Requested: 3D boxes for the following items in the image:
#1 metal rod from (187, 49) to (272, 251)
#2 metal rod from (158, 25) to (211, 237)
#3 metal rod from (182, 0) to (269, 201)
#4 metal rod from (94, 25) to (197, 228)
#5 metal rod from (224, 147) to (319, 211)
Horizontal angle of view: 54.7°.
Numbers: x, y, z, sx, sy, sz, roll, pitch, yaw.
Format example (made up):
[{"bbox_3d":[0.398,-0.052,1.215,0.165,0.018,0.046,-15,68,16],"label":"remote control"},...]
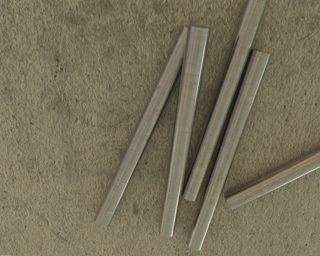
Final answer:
[{"bbox_3d":[0.088,0.043,0.426,0.025,0.025,0.298,13,110,-5],"label":"metal rod"},{"bbox_3d":[0.027,0.022,0.404,0.025,0.025,0.298,6,115,-2],"label":"metal rod"},{"bbox_3d":[0.080,-0.038,0.396,0.025,0.025,0.298,14,109,-5],"label":"metal rod"},{"bbox_3d":[-0.024,0.011,0.413,0.025,0.025,0.298,23,108,-8],"label":"metal rod"},{"bbox_3d":[0.228,0.036,0.424,0.300,0.025,0.025,-30,108,10],"label":"metal rod"}]
